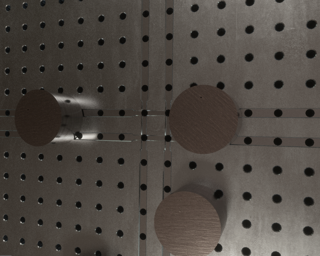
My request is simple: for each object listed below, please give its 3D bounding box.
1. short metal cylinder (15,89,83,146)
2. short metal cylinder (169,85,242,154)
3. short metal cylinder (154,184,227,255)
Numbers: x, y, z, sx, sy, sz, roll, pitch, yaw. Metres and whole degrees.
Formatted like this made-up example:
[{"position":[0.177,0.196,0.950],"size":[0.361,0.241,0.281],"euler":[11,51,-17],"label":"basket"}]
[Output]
[{"position":[-0.162,-0.014,0.455],"size":[0.080,0.050,0.079],"euler":[0,90,19],"label":"short metal cylinder"},{"position":[0.057,-0.010,0.379],"size":[0.080,0.050,0.079],"euler":[0,90,19],"label":"short metal cylinder"},{"position":[0.039,0.114,0.385],"size":[0.080,0.050,0.079],"euler":[0,90,19],"label":"short metal cylinder"}]
